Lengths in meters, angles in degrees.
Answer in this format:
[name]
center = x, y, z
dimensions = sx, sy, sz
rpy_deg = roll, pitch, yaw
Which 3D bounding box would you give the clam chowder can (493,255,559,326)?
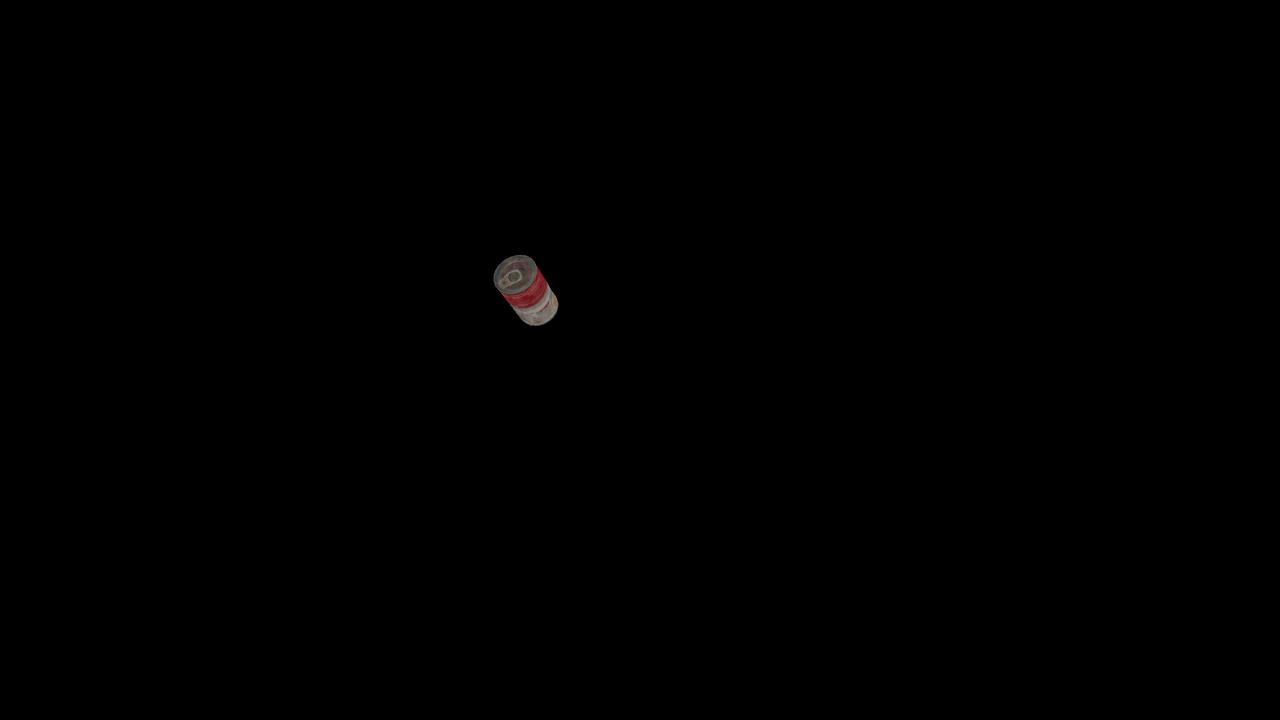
[clam chowder can]
center = -0.171, -0.103, 0.937
dimensions = 0.068, 0.068, 0.102
rpy_deg = 0, -26, 14
